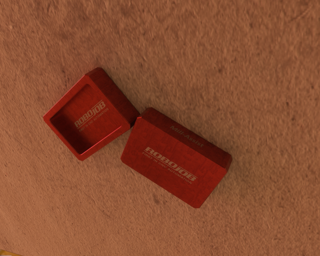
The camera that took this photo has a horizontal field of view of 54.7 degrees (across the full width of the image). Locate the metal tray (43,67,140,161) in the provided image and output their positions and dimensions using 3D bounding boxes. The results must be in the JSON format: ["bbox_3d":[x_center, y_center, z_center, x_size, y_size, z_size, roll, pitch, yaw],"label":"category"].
[{"bbox_3d":[-0.101,-0.015,0.445,0.130,0.030,0.090,-32,101,38],"label":"metal tray"}]

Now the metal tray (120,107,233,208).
[{"bbox_3d":[0.018,0.042,0.419,0.130,0.030,0.089,32,128,7],"label":"metal tray"}]
